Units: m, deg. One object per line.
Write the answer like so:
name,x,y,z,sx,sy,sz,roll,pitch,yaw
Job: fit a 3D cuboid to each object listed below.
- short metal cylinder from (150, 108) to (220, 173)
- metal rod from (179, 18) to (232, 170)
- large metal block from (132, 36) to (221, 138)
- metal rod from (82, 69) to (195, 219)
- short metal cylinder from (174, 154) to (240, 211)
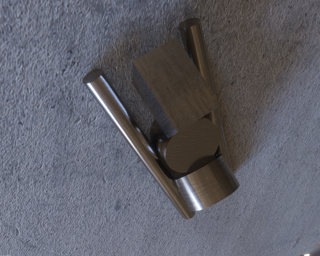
short metal cylinder,0.033,0.013,0.418,0.081,0.050,0.079,-14,124,-21
metal rod,0.076,-0.009,0.443,0.025,0.025,0.299,-29,128,-10
large metal block,0.013,-0.038,0.336,0.050,0.080,0.080,-32,87,-8
metal rod,-0.012,0.043,0.428,0.025,0.025,0.299,-35,129,-5
short metal cylinder,0.067,0.078,0.450,0.080,0.080,0.050,-28,86,-11
